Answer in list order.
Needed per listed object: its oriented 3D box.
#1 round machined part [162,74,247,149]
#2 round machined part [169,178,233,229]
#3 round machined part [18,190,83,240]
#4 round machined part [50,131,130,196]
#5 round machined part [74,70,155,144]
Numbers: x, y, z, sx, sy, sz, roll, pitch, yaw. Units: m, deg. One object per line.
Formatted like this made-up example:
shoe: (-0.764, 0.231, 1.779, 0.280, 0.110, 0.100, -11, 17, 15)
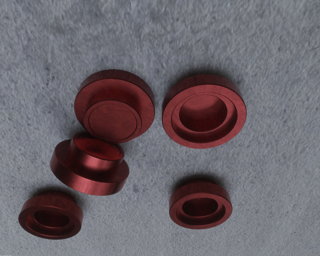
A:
round machined part: (0.051, -0.024, 0.377, 0.099, 0.042, 0.097, -1, 130, 0)
round machined part: (0.063, 0.118, 0.498, 0.099, 0.042, 0.097, -1, 130, 0)
round machined part: (-0.177, 0.141, 0.513, 0.099, 0.042, 0.097, -1, 130, 0)
round machined part: (-0.084, 0.039, 0.395, 0.099, 0.098, 0.042, 20, 109, -17)
round machined part: (-0.055, -0.019, 0.379, 0.099, 0.042, 0.097, -1, 130, 0)
